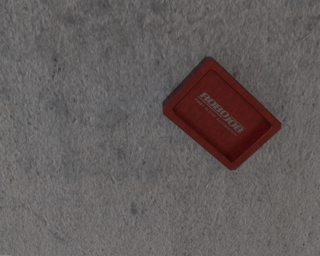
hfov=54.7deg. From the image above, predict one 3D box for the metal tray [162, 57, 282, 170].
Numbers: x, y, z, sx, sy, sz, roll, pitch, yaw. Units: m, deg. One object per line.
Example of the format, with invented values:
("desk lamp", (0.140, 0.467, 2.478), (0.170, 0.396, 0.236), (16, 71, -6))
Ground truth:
("metal tray", (0.079, -0.017, 0.402), (0.130, 0.030, 0.090), (40, 105, -14))
